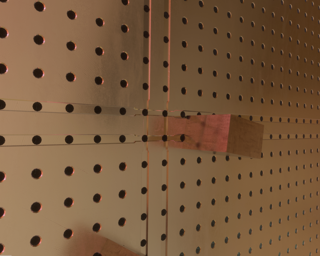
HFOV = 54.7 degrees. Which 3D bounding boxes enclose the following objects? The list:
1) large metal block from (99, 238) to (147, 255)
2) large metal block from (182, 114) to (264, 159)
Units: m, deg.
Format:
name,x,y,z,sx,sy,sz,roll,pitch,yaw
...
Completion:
name,x,y,z,sx,sy,sz,roll,pitch,yaw
large metal block,-0.022,0.176,0.357,0.080,0.080,0.050,39,66,-33
large metal block,0.092,0.013,0.454,0.081,0.080,0.050,13,82,-40
